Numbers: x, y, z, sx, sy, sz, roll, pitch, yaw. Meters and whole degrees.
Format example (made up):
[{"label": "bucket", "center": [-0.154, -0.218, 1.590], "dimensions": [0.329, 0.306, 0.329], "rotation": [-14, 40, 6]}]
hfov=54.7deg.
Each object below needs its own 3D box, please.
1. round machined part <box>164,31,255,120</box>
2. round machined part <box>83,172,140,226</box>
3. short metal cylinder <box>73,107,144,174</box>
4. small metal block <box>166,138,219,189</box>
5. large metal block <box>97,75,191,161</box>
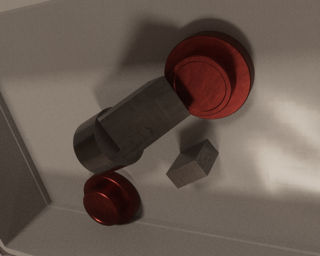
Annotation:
[{"label": "round machined part", "center": [0.049, -0.052, 0.339], "dimensions": [0.098, 0.042, 0.097], "rotation": [13, 124, 20]}, {"label": "round machined part", "center": [-0.087, 0.122, 0.513], "dimensions": [0.098, 0.042, 0.097], "rotation": [12, 120, 22]}, {"label": "short metal cylinder", "center": [-0.068, 0.018, 0.416], "dimensions": [0.050, 0.080, 0.080], "rotation": [-26, 105, 41]}, {"label": "small metal block", "center": [0.042, 0.046, 0.398], "dimensions": [0.050, 0.050, 0.025], "rotation": [-32, 100, 38]}, {"label": "large metal block", "center": [-0.023, -0.013, 0.354], "dimensions": [0.050, 0.080, 0.080], "rotation": [55, 172, -11]}]
